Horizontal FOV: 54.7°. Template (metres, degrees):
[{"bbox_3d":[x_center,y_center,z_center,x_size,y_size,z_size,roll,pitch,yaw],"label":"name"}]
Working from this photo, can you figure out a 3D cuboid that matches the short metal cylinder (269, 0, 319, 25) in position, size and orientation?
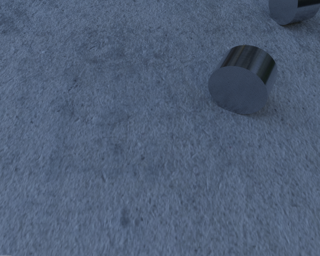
[{"bbox_3d":[0.246,-0.235,0.568,0.050,0.080,0.080,-16,52,-13],"label":"short metal cylinder"}]

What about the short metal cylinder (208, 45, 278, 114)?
[{"bbox_3d":[0.113,-0.065,0.424,0.080,0.080,0.050,22,53,17],"label":"short metal cylinder"}]
